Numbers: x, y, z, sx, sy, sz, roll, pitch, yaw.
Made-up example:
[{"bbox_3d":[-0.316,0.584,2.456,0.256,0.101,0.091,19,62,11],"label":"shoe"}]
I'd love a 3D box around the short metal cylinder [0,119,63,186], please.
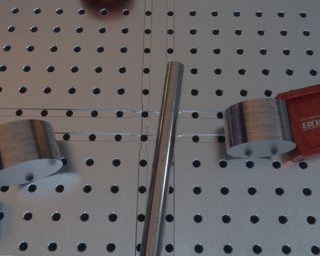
[{"bbox_3d":[-0.163,0.031,0.370,0.080,0.080,0.050,-19,71,-7],"label":"short metal cylinder"}]

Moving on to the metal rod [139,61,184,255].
[{"bbox_3d":[0.002,0.050,0.393,0.025,0.025,0.299,7,70,2],"label":"metal rod"}]

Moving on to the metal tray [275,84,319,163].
[{"bbox_3d":[0.227,-0.014,0.415,0.131,0.030,0.090,-13,71,-5],"label":"metal tray"}]

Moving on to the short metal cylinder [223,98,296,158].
[{"bbox_3d":[0.121,0.003,0.382,0.081,0.080,0.050,-1,70,-1],"label":"short metal cylinder"}]
